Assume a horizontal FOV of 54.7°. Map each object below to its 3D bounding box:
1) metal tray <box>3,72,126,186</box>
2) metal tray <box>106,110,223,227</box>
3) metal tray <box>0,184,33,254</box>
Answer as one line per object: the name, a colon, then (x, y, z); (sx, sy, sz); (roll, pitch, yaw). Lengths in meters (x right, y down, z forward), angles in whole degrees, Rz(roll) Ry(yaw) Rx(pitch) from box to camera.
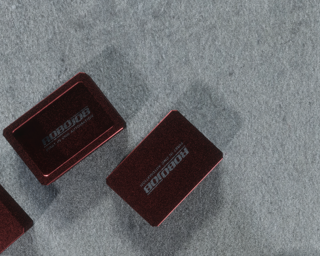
metal tray: (-0.122, 0.001, 0.405); (0.130, 0.030, 0.090); (-37, 90, -1)
metal tray: (0.006, 0.051, 0.408); (0.090, 0.030, 0.130); (44, 90, -1)
metal tray: (-0.247, 0.138, 0.404); (0.130, 0.030, 0.090); (-41, 91, -1)
